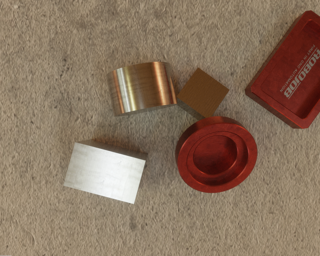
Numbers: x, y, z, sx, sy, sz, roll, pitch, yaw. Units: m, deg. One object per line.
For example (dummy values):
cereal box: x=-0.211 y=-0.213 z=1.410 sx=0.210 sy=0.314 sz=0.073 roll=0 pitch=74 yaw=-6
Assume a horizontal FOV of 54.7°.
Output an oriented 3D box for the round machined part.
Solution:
round machined part: x=0.067 y=0.030 z=0.390 sx=0.099 sy=0.042 sz=0.097 roll=-3 pitch=114 yaw=-6

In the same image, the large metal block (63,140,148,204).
large metal block: x=-0.061 y=0.050 z=0.382 sx=0.080 sy=0.080 sz=0.050 roll=15 pitch=90 yaw=0

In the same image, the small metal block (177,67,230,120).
small metal block: x=0.054 y=-0.042 z=0.405 sx=0.050 sy=0.025 sz=0.050 roll=36 pitch=76 yaw=0

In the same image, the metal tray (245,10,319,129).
metal tray: x=0.187 y=-0.075 z=0.409 sx=0.090 sy=0.030 sz=0.130 roll=36 pitch=90 yaw=0

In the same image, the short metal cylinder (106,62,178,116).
short metal cylinder: x=-0.022 y=-0.046 z=0.382 sx=0.080 sy=0.080 sz=0.050 roll=-11 pitch=90 yaw=0
